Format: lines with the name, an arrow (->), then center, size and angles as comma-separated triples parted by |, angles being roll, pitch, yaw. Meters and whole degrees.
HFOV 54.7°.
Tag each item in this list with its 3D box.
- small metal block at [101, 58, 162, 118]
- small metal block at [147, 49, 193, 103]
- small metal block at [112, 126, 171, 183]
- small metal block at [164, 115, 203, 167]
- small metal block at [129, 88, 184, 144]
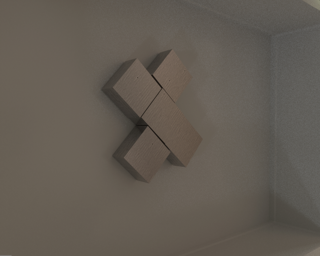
small metal block -> -0.033, -0.047, 0.376 | 0.050, 0.025, 0.050 | 49, 61, -29
small metal block -> 0.010, -0.067, 0.411 | 0.050, 0.025, 0.050 | 49, 60, -29
small metal block -> -0.022, 0.032, 0.386 | 0.050, 0.025, 0.050 | 50, 61, -28
small metal block -> 0.026, 0.018, 0.425 | 0.050, 0.025, 0.050 | 49, 61, -29
small metal block -> -0.003, -0.015, 0.400 | 0.050, 0.025, 0.050 | 49, 61, -29
